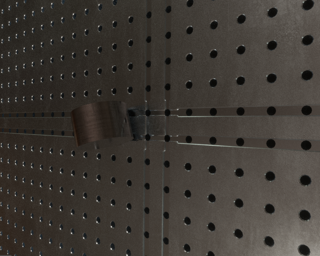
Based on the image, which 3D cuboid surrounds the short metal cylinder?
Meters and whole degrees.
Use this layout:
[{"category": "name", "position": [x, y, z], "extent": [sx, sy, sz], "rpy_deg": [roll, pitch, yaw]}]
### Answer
[{"category": "short metal cylinder", "position": [-0.082, -0.002, 0.438], "extent": [0.080, 0.081, 0.050], "rpy_deg": [-20, 78, 38]}]
